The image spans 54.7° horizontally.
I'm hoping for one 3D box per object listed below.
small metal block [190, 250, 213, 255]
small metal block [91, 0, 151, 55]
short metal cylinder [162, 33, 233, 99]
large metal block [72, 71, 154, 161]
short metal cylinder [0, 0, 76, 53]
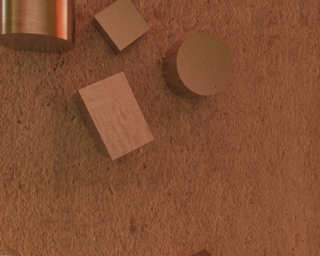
[{"bbox_3d":[0.052,0.206,0.430,0.050,0.025,0.050,-15,95,-20],"label":"small metal block"},{"bbox_3d":[-0.049,-0.129,0.391,0.050,0.025,0.050,-41,104,-16],"label":"small metal block"},{"bbox_3d":[0.049,-0.081,0.415,0.081,0.050,0.079,0,90,-21],"label":"short metal cylinder"},{"bbox_3d":[-0.058,-0.013,0.359,0.050,0.080,0.080,-27,99,-18],"label":"large metal block"},{"bbox_3d":[-0.132,-0.115,0.331,0.081,0.080,0.050,0,90,-20],"label":"short metal cylinder"}]
